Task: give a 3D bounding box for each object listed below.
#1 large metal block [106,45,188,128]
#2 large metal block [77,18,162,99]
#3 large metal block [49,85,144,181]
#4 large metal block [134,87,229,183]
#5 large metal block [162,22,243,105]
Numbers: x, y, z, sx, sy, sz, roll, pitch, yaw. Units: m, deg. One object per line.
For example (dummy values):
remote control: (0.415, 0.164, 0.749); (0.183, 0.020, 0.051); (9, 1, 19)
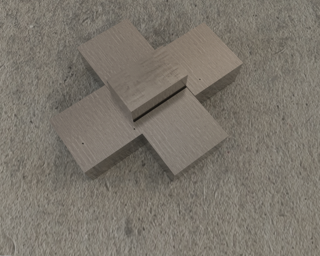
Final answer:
large metal block: (-0.015, -0.045, 0.396); (0.080, 0.080, 0.050); (-35, 74, -12)
large metal block: (-0.053, -0.089, 0.427); (0.080, 0.050, 0.080); (-35, 74, -12)
large metal block: (-0.077, 0.007, 0.392); (0.080, 0.050, 0.080); (-35, 74, -12)
large metal block: (0.025, 0.010, 0.392); (0.080, 0.050, 0.080); (-35, 74, -12)
large metal block: (0.052, -0.084, 0.426); (0.080, 0.050, 0.080); (-35, 74, -12)
